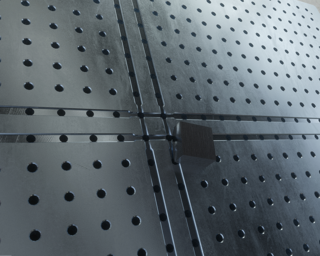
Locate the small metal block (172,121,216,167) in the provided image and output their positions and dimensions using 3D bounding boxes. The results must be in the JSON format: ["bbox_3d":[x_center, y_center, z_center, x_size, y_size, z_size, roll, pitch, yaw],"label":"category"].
[{"bbox_3d":[0.045,0.022,0.421,0.050,0.025,0.050,11,57,-23],"label":"small metal block"}]
